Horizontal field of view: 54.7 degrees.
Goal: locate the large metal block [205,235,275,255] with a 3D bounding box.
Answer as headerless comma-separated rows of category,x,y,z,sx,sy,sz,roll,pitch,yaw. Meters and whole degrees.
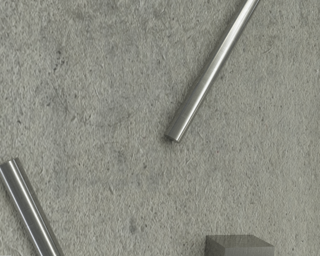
large metal block,0.109,0.200,0.438,0.081,0.050,0.080,7,88,-20

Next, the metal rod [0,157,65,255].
metal rod,-0.117,0.175,0.366,0.025,0.025,0.298,-24,98,-19

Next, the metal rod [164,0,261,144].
metal rod,0.090,-0.112,0.443,0.025,0.025,0.300,34,79,-17
